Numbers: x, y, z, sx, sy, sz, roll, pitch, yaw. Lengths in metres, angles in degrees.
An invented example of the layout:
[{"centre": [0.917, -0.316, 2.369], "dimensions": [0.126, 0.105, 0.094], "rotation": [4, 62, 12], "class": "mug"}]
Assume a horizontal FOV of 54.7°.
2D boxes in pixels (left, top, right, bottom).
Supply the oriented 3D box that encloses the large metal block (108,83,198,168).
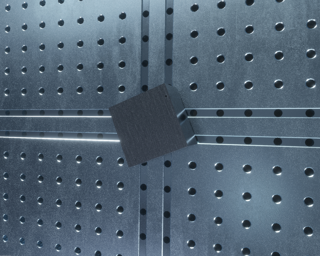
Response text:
[{"centre": [-0.008, -0.002, 0.398], "dimensions": [0.080, 0.050, 0.080], "rotation": [-22, 83, 18], "class": "large metal block"}]
